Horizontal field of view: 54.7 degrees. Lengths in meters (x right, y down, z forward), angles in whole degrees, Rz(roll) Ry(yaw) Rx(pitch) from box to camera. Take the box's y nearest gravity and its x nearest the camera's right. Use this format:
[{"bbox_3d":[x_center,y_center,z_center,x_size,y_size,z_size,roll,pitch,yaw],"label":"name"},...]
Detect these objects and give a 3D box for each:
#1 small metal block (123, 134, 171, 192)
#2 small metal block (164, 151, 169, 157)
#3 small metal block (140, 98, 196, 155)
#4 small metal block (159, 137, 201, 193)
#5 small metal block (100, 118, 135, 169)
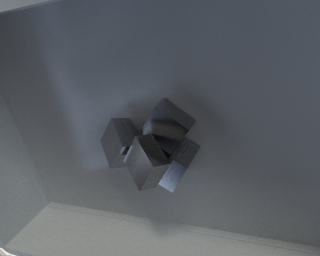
[{"bbox_3d":[-0.018,0.044,0.394,0.050,0.025,0.050,57,137,32],"label":"small metal block"},{"bbox_3d":[-0.014,0.039,0.437,0.050,0.025,0.050,36,129,3],"label":"small metal block"},{"bbox_3d":[0.009,-0.002,0.399,0.050,0.025,0.050,36,129,3],"label":"small metal block"},{"bbox_3d":[0.024,0.048,0.406,0.025,0.050,0.050,31,128,8],"label":"small metal block"},{"bbox_3d":[-0.057,0.021,0.432,0.050,0.025,0.050,-57,47,39],"label":"small metal block"}]
